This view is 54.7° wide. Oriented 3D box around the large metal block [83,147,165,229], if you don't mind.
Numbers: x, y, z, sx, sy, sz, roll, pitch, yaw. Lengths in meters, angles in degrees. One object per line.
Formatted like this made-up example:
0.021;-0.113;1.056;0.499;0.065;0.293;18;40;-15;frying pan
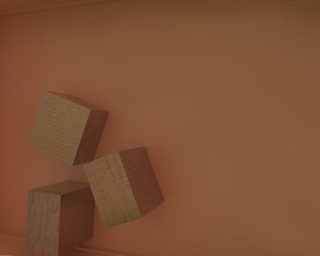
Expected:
-0.043;0.072;0.396;0.050;0.080;0.080;-23;83;19;large metal block

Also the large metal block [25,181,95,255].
-0.134;0.121;0.429;0.050;0.080;0.079;3;91;20;large metal block

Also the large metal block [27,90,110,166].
-0.130;-0.001;0.443;0.080;0.050;0.080;22;97;18;large metal block
